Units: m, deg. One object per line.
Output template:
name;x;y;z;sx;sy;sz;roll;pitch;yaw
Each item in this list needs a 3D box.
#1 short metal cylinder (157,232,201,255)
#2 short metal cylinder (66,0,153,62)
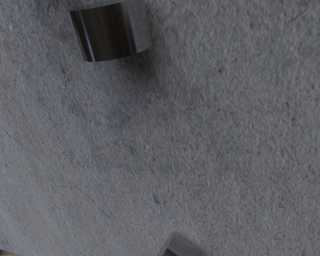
short metal cylinder;0.022;0.214;0.491;0.050;0.080;0.079;33;128;6
short metal cylinder;-0.052;-0.107;0.331;0.080;0.080;0.050;3;120;26
